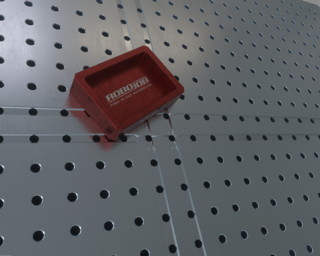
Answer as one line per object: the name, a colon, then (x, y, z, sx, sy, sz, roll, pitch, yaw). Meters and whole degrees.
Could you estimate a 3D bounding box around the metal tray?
metal tray: (-0.040, -0.052, 0.414, 0.131, 0.030, 0.090, -35, 81, -38)
